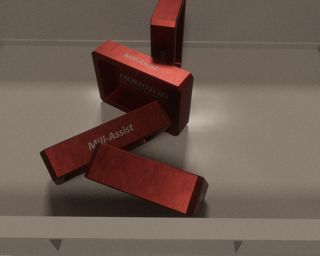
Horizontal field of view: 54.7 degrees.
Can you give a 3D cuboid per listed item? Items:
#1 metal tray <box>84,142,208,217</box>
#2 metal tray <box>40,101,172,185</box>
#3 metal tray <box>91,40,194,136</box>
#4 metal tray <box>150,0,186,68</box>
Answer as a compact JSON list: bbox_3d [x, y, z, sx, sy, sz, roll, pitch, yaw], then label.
[{"bbox_3d":[-0.003,0.051,0.295,0.090,0.130,0.030,17,81,13],"label":"metal tray"},{"bbox_3d":[-0.060,0.018,0.344,0.131,0.090,0.030,-25,85,-20],"label":"metal tray"},{"bbox_3d":[-0.024,-0.051,0.405,0.130,0.089,0.030,26,55,20],"label":"metal tray"},{"bbox_3d":[0.012,-0.114,0.433,0.030,0.129,0.090,9,51,7],"label":"metal tray"}]
